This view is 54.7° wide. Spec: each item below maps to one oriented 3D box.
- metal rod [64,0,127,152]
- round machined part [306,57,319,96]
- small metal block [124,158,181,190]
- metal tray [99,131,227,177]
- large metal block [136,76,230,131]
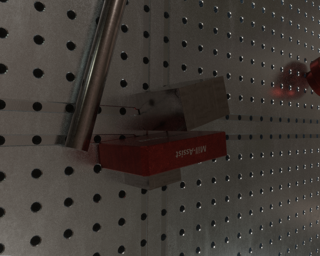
[{"bbox_3d":[-0.059,-0.120,0.360,0.025,0.025,0.299,21,77,-39],"label":"metal rod"},{"bbox_3d":[0.368,-0.108,0.694,0.099,0.042,0.098,20,52,-28],"label":"round machined part"},{"bbox_3d":[-0.010,0.056,0.387,0.050,0.050,0.025,-9,96,-40],"label":"small metal block"},{"bbox_3d":[0.006,0.025,0.373,0.131,0.090,0.030,-8,96,-40],"label":"metal tray"},{"bbox_3d":[0.029,-0.031,0.400,0.081,0.080,0.050,-20,103,-38],"label":"large metal block"}]
